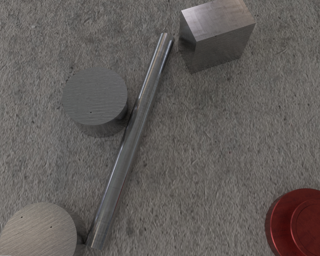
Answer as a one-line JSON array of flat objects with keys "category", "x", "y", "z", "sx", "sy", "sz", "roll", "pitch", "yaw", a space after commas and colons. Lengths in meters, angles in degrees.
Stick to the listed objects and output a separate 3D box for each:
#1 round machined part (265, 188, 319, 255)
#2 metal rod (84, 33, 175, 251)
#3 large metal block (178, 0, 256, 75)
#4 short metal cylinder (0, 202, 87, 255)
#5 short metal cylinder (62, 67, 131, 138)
[{"category": "round machined part", "x": 0.177, "y": 0.118, "z": 0.357, "sx": 0.099, "sy": 0.042, "sz": 0.098, "roll": 0, "pitch": 70, "yaw": 0}, {"category": "metal rod", "x": -0.033, "y": 0.003, "z": 0.406, "sx": 0.025, "sy": 0.025, "sz": 0.299, "roll": 16, "pitch": 71, "yaw": 5}, {"category": "large metal block", "x": 0.073, "y": -0.126, "z": 0.426, "sx": 0.080, "sy": 0.080, "sz": 0.050, "roll": -19, "pitch": 71, "yaw": -7}, {"category": "short metal cylinder", "x": -0.127, "y": 0.127, "z": 0.348, "sx": 0.081, "sy": 0.050, "sz": 0.080, "roll": 0, "pitch": 70, "yaw": 0}, {"category": "short metal cylinder", "x": -0.080, "y": -0.032, "z": 0.406, "sx": 0.081, "sy": 0.050, "sz": 0.080, "roll": 0, "pitch": 70, "yaw": 0}]
